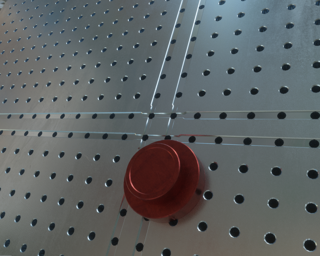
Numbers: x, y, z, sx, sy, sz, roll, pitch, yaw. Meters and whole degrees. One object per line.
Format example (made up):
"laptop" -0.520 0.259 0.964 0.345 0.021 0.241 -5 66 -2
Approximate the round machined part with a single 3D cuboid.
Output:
"round machined part" -0.001 0.057 0.364 0.098 0.042 0.098 -13 56 21
